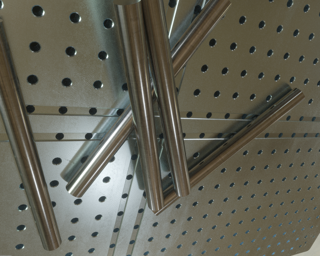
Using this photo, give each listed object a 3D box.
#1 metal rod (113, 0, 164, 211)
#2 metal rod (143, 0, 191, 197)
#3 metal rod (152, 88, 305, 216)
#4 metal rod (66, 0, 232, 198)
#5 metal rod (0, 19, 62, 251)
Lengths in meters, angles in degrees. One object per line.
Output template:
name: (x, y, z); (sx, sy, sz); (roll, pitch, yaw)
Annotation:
metal rod: (-0.018, 0.001, 0.370); (0.025, 0.025, 0.298); (-20, 132, -17)
metal rod: (0.011, -0.021, 0.373); (0.025, 0.025, 0.298); (-24, 130, -15)
metal rod: (0.107, 0.036, 0.494); (0.301, 0.025, 0.025); (-38, 130, -3)
metal rod: (-0.019, -0.034, 0.381); (0.025, 0.025, 0.299); (32, 100, -39)
metal rod: (-0.150, 0.033, 0.350); (0.025, 0.025, 0.298); (-14, 125, -21)
